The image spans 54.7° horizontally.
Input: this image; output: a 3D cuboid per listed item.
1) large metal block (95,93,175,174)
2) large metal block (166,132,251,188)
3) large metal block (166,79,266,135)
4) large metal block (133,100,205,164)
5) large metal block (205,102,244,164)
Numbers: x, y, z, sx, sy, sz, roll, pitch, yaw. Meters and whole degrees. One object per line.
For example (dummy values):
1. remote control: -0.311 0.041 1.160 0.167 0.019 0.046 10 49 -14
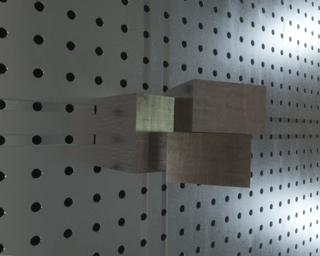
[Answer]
1. large metal block: -0.031 0.005 0.350 0.050 0.080 0.079 2 89 -40
2. large metal block: 0.057 0.031 0.336 0.080 0.080 0.050 8 84 -73
3. large metal block: 0.057 -0.019 0.340 0.081 0.080 0.050 2 88 -18
4. large metal block: 0.012 0.005 0.403 0.081 0.050 0.080 3 88 -40
5. large metal block: 0.071 0.008 0.435 0.050 0.080 0.080 5 87 -40
